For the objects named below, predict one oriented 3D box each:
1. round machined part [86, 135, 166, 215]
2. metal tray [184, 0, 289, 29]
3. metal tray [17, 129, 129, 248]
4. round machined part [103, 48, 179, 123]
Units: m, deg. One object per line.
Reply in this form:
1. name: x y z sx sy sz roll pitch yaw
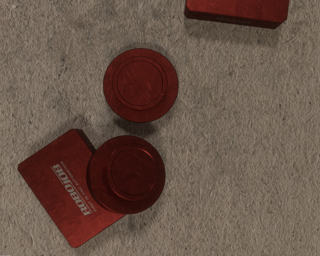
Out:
1. round machined part: -0.038 0.056 0.381 0.099 0.042 0.098 7 72 -22
2. metal tray: 0.103 -0.186 0.409 0.131 0.030 0.089 7 90 -1
3. metal tray: -0.109 0.077 0.406 0.090 0.030 0.130 -35 90 -1
4. round machined part: -0.025 -0.055 0.401 0.099 0.042 0.097 0 90 -1
